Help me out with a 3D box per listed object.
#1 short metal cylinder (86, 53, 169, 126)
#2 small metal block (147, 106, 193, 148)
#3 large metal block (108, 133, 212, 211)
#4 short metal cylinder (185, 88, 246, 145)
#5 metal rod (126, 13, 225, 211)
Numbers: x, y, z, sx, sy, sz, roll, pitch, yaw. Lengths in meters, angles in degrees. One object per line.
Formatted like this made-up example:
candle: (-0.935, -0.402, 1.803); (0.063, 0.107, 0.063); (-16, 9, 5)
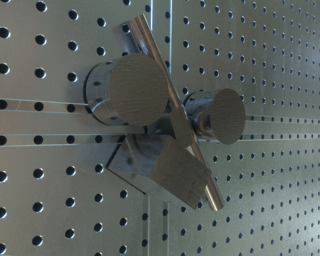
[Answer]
short metal cylinder: (-0.037, -0.042, 0.357); (0.081, 0.050, 0.079); (0, 90, -40)
small metal block: (0.010, 0.001, 0.396); (0.025, 0.050, 0.050); (-27, 107, -37)
large metal block: (0.000, 0.050, 0.368); (0.080, 0.080, 0.050); (41, 66, -32)
short metal cylinder: (0.081, -0.016, 0.456); (0.081, 0.050, 0.079); (0, 90, -40)
metal rod: (0.029, -0.008, 0.429); (0.025, 0.025, 0.299); (-39, 114, -33)
